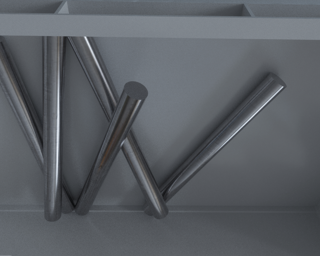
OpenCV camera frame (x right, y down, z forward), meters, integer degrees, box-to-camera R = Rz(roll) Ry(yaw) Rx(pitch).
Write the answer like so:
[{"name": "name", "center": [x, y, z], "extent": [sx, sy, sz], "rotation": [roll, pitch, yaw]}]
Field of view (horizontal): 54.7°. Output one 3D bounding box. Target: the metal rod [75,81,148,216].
[{"name": "metal rod", "center": [-0.078, 0.050, 0.416], "extent": [0.025, 0.025, 0.298], "rotation": [17, 138, -14]}]

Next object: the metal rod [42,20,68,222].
[{"name": "metal rod", "center": [-0.137, 0.014, 0.399], "extent": [0.025, 0.025, 0.298], "rotation": [9, 124, -7]}]

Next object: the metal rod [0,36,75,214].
[{"name": "metal rod", "center": [-0.166, 0.021, 0.424], "extent": [0.025, 0.025, 0.298], "rotation": [-3, 130, 3]}]

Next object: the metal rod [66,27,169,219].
[{"name": "metal rod", "center": [-0.042, 0.016, 0.405], "extent": [0.025, 0.025, 0.299], "rotation": [-13, 124, 11]}]

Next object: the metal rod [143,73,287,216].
[{"name": "metal rod", "center": [0.060, 0.041, 0.444], "extent": [0.025, 0.025, 0.298], "rotation": [25, 126, -20]}]
